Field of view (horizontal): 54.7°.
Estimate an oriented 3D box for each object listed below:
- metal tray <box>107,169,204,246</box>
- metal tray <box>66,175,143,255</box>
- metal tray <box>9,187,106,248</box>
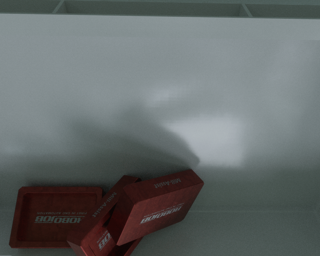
[{"bbox_3d":[-0.004,0.112,0.449,0.131,0.030,0.089,-6,130,-41],"label":"metal tray"},{"bbox_3d":[-0.063,0.144,0.454,0.030,0.131,0.090,3,126,38],"label":"metal tray"},{"bbox_3d":[-0.154,0.138,0.479,0.131,0.090,0.030,0,157,-1],"label":"metal tray"}]
